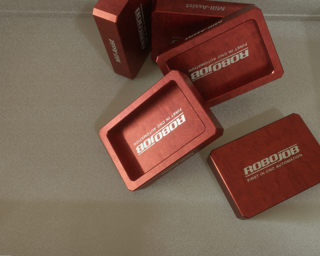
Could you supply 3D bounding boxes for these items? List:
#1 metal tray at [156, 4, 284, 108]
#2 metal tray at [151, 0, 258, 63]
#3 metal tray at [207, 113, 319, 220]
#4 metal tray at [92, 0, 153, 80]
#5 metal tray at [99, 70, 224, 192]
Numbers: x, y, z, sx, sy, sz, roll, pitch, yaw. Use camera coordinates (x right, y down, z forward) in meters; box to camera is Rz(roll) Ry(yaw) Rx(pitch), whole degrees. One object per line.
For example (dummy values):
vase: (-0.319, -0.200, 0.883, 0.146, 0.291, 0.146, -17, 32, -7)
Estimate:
metal tray: (0.073, -0.080, 0.383, 0.130, 0.030, 0.090, -23, 115, 16)
metal tray: (0.055, -0.125, 0.418, 0.131, 0.090, 0.030, 5, 58, 2)
metal tray: (0.137, 0.047, 0.391, 0.131, 0.030, 0.090, -23, 72, -9)
metal tray: (-0.037, -0.134, 0.401, 0.030, 0.130, 0.090, 23, 72, 12)
metal tray: (-0.002, 0.005, 0.371, 0.130, 0.030, 0.090, -37, 72, 19)
